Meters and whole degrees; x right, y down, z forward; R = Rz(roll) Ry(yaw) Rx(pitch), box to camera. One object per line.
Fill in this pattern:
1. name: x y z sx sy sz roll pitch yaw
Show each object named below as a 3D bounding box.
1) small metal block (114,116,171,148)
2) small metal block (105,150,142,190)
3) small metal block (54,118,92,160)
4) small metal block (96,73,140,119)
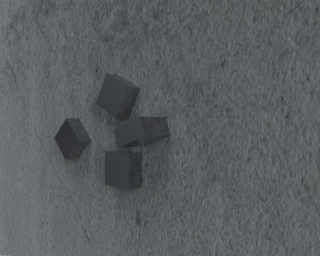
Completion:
1. small metal block: -0.023 0.006 0.406 0.050 0.050 0.025 -24 75 37
2. small metal block: -0.053 0.059 0.447 0.050 0.025 0.050 1 91 39
3. small metal block: -0.148 0.019 0.524 0.050 0.025 0.050 -50 61 28
4. small metal block: -0.062 -0.047 0.454 0.050 0.025 0.050 34 111 34
